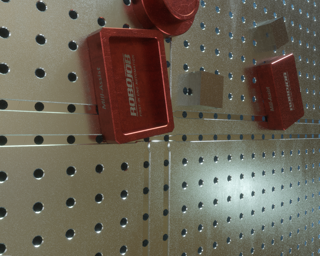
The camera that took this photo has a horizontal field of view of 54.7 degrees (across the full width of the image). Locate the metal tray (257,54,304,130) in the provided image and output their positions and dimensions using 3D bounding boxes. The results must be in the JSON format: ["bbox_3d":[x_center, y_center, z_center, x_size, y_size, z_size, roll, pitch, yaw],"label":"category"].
[{"bbox_3d":[0.238,-0.070,0.605,0.091,0.030,0.129,-27,107,-37],"label":"metal tray"}]

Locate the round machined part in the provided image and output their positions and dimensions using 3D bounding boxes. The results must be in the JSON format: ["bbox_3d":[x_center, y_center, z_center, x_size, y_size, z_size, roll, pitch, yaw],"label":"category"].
[{"bbox_3d":[0.014,-0.172,0.409,0.099,0.042,0.097,0,90,-40],"label":"round machined part"}]

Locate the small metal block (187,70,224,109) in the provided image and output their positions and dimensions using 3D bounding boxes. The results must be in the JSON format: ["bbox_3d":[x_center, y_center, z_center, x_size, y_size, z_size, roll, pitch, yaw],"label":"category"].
[{"bbox_3d":[0.069,-0.056,0.467,0.050,0.025,0.050,5,87,-40],"label":"small metal block"}]

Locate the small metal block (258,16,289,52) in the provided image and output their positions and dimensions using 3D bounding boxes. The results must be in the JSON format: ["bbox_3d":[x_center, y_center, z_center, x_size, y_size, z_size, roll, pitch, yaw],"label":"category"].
[{"bbox_3d":[0.218,-0.179,0.591,0.050,0.025,0.050,-34,111,-35],"label":"small metal block"}]

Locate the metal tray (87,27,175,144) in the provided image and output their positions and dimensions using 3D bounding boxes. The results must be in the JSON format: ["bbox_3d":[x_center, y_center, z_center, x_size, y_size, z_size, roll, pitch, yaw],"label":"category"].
[{"bbox_3d":[-0.032,-0.052,0.378,0.091,0.030,0.129,-12,98,-39],"label":"metal tray"}]
